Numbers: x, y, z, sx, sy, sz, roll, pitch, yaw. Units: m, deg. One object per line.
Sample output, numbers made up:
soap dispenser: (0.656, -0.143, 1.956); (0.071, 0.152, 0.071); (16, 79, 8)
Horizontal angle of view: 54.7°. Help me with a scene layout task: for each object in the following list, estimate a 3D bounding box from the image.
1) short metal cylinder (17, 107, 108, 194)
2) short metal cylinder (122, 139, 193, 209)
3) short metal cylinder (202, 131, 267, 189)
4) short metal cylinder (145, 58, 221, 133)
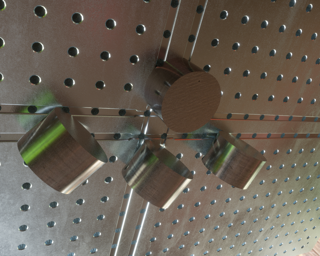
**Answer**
short metal cylinder: (-0.103, 0.024, 0.334); (0.050, 0.080, 0.080); (-42, 130, 0)
short metal cylinder: (-0.003, 0.060, 0.411); (0.080, 0.080, 0.050); (31, 101, -38)
short metal cylinder: (0.110, 0.047, 0.465); (0.081, 0.080, 0.050); (19, 108, -36)
short metal cylinder: (0.028, -0.041, 0.385); (0.081, 0.050, 0.079); (-14, 124, -21)
